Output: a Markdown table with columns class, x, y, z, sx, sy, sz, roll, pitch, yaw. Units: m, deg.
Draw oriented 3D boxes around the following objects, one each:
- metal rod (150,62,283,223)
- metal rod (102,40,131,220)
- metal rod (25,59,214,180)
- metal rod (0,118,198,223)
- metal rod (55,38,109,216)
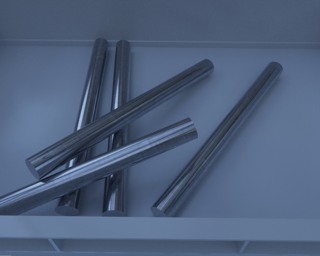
| class | x | y | z | sx | sy | sz | roll | pitch | yaw |
| --- | --- | --- | --- | --- | --- | --- | --- | --- | --- |
| metal rod | 0.090 | 0.000 | 0.405 | 0.025 | 0.025 | 0.301 | 30 | 56 | 22 |
| metal rod | -0.055 | -0.023 | 0.423 | 0.025 | 0.025 | 0.300 | -2 | 50 | -2 |
| metal rod | -0.027 | -0.027 | 0.400 | 0.025 | 0.025 | 0.302 | 36 | 50 | 26 |
| metal rod | -0.102 | 0.058 | 0.322 | 0.302 | 0.025 | 0.025 | -23 | 53 | -7 |
| metal rod | -0.099 | -0.026 | 0.426 | 0.025 | 0.025 | 0.300 | 0 | 50 | 0 |
